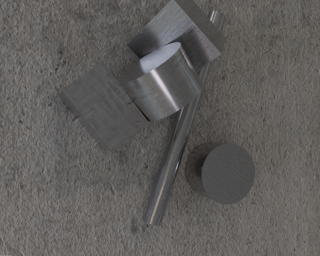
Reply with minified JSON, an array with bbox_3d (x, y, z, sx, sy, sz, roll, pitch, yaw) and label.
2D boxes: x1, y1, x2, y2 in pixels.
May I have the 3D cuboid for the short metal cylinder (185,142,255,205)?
[{"bbox_3d":[0.082,0.060,0.426,0.081,0.050,0.080,0,90,-20],"label":"short metal cylinder"}]

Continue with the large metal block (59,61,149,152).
[{"bbox_3d":[-0.067,-0.022,0.355,0.050,0.080,0.080,-40,103,-15],"label":"large metal block"}]

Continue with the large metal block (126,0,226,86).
[{"bbox_3d":[0.021,-0.106,0.380,0.080,0.080,0.050,44,36,-15],"label":"large metal block"}]

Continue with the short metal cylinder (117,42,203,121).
[{"bbox_3d":[0.000,-0.052,0.344,0.080,0.080,0.050,-40,114,-16],"label":"short metal cylinder"}]

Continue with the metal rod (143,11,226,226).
[{"bbox_3d":[0.035,-0.018,0.422,0.025,0.025,0.299,20,83,-19],"label":"metal rod"}]
